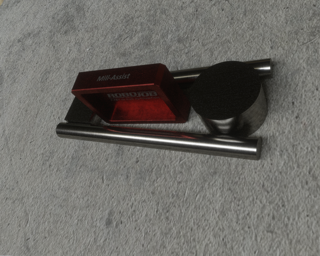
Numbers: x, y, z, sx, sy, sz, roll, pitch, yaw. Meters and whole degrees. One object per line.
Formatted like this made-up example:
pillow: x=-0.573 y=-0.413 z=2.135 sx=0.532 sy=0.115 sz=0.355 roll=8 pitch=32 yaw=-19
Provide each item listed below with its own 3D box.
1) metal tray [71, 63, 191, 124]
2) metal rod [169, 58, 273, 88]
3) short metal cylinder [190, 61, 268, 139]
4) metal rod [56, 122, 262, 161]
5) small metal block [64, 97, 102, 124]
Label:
metal tray: x=-0.037 y=-0.040 z=0.406 sx=0.130 sy=0.090 sz=0.030 roll=0 pitch=62 yaw=28
metal rod: x=0.002 y=-0.068 z=0.446 sx=0.300 sy=0.025 sz=0.025 roll=-2 pitch=61 yaw=27
short metal cylinder: x=0.082 y=-0.032 z=0.365 sx=0.080 sy=0.050 sz=0.080 roll=-13 pitch=56 yaw=21
metal rod: x=-0.023 y=0.013 z=0.410 sx=0.300 sy=0.025 sz=0.025 roll=4 pitch=64 yaw=30
small metal block: x=-0.113 y=-0.027 z=0.482 sx=0.050 sy=0.025 sz=0.050 roll=5 pitch=64 yaw=30
